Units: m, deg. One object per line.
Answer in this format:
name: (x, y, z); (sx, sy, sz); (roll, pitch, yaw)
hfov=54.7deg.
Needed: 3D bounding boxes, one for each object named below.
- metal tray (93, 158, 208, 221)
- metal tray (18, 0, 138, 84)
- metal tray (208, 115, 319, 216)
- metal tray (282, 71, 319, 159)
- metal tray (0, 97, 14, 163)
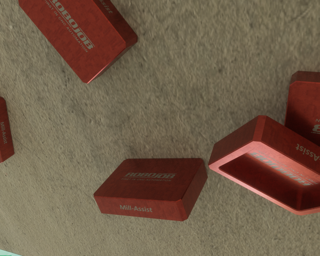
metal tray: (-0.012, 0.078, 0.417); (0.130, 0.090, 0.030); (-4, 117, 29)
metal tray: (-0.100, -0.130, 0.374); (0.090, 0.030, 0.130); (-32, 101, 38)
metal tray: (0.129, 0.045, 0.324); (0.131, 0.030, 0.090); (29, 149, -9)
metal tray: (0.192, -0.004, 0.300); (0.130, 0.030, 0.089); (9, 122, 23)
metal tray: (-0.319, -0.006, 0.563); (0.090, 0.030, 0.129); (21, 126, 15)
